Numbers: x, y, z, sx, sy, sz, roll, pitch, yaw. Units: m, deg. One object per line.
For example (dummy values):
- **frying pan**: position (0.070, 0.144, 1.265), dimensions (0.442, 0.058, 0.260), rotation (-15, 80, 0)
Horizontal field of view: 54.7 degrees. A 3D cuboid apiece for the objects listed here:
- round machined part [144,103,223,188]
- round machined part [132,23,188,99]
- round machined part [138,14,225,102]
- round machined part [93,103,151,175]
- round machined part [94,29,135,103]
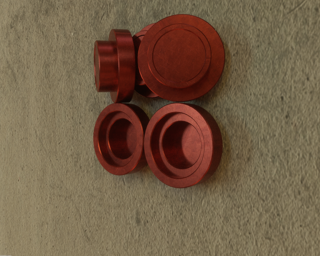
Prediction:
- **round machined part**: position (0.031, 0.020, 0.368), dimensions (0.098, 0.042, 0.097), rotation (0, 90, 39)
- **round machined part**: position (-0.010, -0.088, 0.401), dimensions (0.098, 0.042, 0.097), rotation (0, 90, 39)
- **round machined part**: position (0.023, -0.078, 0.346), dimensions (0.099, 0.042, 0.097), rotation (1, 95, 8)
- **round machined part**: position (-0.045, 0.015, 0.430), dimensions (0.098, 0.042, 0.097), rotation (0, 90, 39)
- **round machined part**: position (-0.064, -0.082, 0.415), dimensions (0.098, 0.042, 0.097), rotation (177, 89, -73)
